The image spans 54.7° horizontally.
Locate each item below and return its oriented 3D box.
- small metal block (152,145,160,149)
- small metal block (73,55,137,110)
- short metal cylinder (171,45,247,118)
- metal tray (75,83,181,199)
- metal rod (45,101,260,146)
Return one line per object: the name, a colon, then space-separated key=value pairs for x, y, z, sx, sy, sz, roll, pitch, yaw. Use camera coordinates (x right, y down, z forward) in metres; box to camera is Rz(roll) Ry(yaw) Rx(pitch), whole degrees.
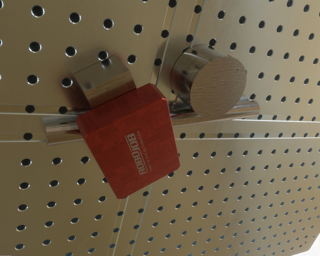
small metal block: x=-0.019 y=0.041 z=0.426 sx=0.050 sy=0.025 sz=0.050 roll=-21 pitch=127 yaw=-16
small metal block: x=-0.060 y=-0.049 z=0.332 sx=0.050 sy=0.050 sz=0.025 roll=-28 pitch=128 yaw=-11
short metal cylinder: x=0.061 y=-0.059 z=0.393 sx=0.081 sy=0.050 sz=0.079 roll=-14 pitch=125 yaw=-21
metal tray: x=-0.029 y=0.021 z=0.356 sx=0.091 sy=0.030 sz=0.129 roll=-27 pitch=139 yaw=-11
metal rod: x=0.008 y=-0.011 z=0.411 sx=0.303 sy=0.025 sz=0.025 roll=-8 pitch=122 yaw=-25
